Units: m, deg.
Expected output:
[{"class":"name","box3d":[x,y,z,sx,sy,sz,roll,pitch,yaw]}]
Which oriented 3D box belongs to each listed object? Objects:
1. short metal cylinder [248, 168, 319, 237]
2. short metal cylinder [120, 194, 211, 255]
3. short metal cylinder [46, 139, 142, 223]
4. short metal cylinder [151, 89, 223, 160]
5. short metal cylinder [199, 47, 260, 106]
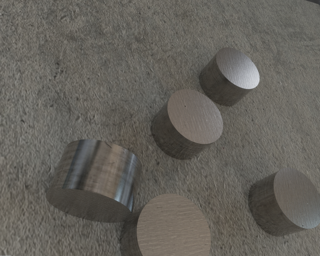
[{"class":"short metal cylinder","box3d":[0.168,0.100,0.417,0.081,0.050,0.080,14,56,-21]},{"class":"short metal cylinder","box3d":[0.005,0.114,0.320,0.081,0.050,0.080,14,56,-21]},{"class":"short metal cylinder","box3d":[-0.062,0.054,0.302,0.080,0.080,0.050,22,54,-15]},{"class":"short metal cylinder","box3d":[0.035,-0.004,0.409,0.081,0.050,0.080,14,56,-21]},{"class":"short metal cylinder","box3d":[0.110,-0.082,0.497,0.081,0.050,0.080,14,56,-21]}]
